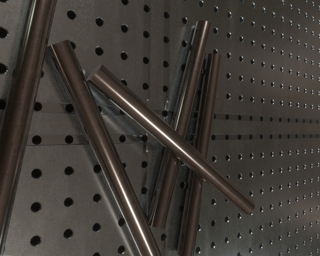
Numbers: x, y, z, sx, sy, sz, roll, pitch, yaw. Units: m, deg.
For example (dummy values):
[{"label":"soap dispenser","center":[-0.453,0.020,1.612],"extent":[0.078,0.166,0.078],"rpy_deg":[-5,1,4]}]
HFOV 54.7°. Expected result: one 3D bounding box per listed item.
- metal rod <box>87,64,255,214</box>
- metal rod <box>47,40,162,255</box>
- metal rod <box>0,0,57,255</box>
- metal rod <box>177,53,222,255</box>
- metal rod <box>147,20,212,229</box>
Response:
[{"label":"metal rod","center":[0.030,0.029,0.403],"extent":[0.300,0.025,0.025],"rpy_deg":[41,65,-25]},{"label":"metal rod","center":[-0.056,0.046,0.363],"extent":[0.025,0.025,0.298],"rpy_deg":[-33,111,-35]},{"label":"metal rod","center":[-0.137,-0.003,0.295],"extent":[0.025,0.025,0.298],"rpy_deg":[15,80,-39]},{"label":"metal rod","center":[0.060,0.035,0.462],"extent":[0.025,0.025,0.299],"rpy_deg":[16,80,-39]},{"label":"metal rod","center":[0.030,-0.013,0.436],"extent":[0.025,0.025,0.299],"rpy_deg":[24,75,-38]}]
